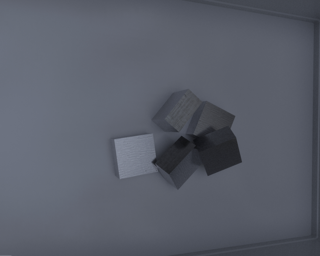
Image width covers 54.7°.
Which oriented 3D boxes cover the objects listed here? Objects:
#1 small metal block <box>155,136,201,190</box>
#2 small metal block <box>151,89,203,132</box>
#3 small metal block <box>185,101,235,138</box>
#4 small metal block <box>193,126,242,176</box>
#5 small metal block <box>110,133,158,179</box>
[{"bbox_3d":[0.026,0.047,0.407,0.050,0.025,0.050,-45,146,-14],"label":"small metal block"},{"bbox_3d":[0.021,-0.022,0.406,0.025,0.050,0.050,42,77,-16],"label":"small metal block"},{"bbox_3d":[0.071,-0.004,0.438,0.050,0.025,0.050,25,82,-19],"label":"small metal block"},{"bbox_3d":[0.078,0.031,0.414,0.050,0.025,0.050,-23,130,2],"label":"small metal block"},{"bbox_3d":[-0.034,0.035,0.399,0.050,0.025,0.050,-8,93,-20],"label":"small metal block"}]
